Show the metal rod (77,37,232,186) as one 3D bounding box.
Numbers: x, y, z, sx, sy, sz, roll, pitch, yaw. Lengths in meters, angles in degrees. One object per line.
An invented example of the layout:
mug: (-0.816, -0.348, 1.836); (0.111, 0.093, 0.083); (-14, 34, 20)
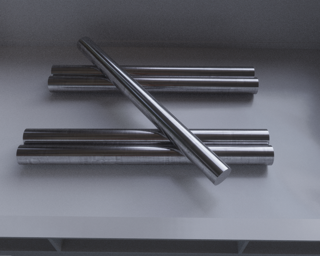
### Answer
metal rod: (-0.025, -0.039, 0.404); (0.025, 0.025, 0.300); (-31, 57, -23)

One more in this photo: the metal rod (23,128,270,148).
metal rod: (-0.017, 0.013, 0.391); (0.302, 0.025, 0.025); (0, 50, 0)

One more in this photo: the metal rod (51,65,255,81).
metal rod: (-0.010, -0.082, 0.472); (0.302, 0.025, 0.025); (1, 50, 0)

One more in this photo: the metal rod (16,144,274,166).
metal rod: (-0.017, 0.033, 0.375); (0.302, 0.025, 0.025); (0, 50, 0)

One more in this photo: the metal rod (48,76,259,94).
metal rod: (-0.010, -0.063, 0.456); (0.302, 0.025, 0.025); (1, 50, 0)
